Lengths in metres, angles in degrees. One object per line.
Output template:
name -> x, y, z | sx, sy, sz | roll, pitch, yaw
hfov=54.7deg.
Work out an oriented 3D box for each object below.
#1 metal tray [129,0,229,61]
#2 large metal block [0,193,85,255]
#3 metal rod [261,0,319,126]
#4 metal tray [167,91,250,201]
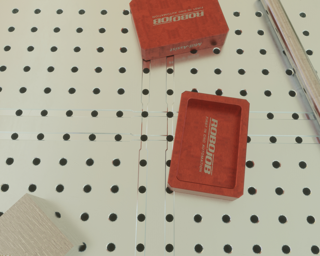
metal tray -> 0.027, -0.159, 0.467 | 0.131, 0.030, 0.090 | -13, 71, -5
large metal block -> -0.147, 0.134, 0.348 | 0.080, 0.050, 0.080 | 42, 75, 13
metal rod -> 0.206, -0.082, 0.443 | 0.025, 0.025, 0.299 | -14, 71, -5
metal tray -> 0.063, 0.021, 0.401 | 0.091, 0.030, 0.130 | 9, 70, 3
